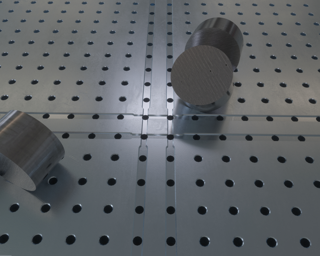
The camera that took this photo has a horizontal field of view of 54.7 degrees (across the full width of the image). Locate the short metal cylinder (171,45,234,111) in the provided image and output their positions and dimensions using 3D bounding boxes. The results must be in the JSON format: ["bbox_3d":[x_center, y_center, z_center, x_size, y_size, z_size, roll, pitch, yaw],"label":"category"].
[{"bbox_3d":[0.059,-0.065,0.423,0.080,0.050,0.080,-2,82,14],"label":"short metal cylinder"}]

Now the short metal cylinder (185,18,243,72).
[{"bbox_3d":[0.082,-0.119,0.466,0.080,0.079,0.050,14,38,11],"label":"short metal cylinder"}]

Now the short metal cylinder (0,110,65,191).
[{"bbox_3d":[-0.157,0.026,0.349,0.080,0.080,0.050,21,53,16],"label":"short metal cylinder"}]
